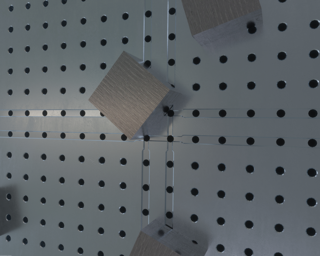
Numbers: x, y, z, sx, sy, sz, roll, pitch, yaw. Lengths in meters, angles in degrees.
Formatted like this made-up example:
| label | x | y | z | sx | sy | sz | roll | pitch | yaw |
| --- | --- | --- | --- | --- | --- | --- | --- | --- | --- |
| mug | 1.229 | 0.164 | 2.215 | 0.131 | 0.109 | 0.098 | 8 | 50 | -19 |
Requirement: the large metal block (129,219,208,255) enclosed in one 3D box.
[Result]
| label | x | y | z | sx | sy | sz | roll | pitch | yaw |
| --- | --- | --- | --- | --- | --- | --- | --- | --- | --- |
| large metal block | 0.003 | 0.179 | 0.398 | 0.080 | 0.050 | 0.080 | 26 | 99 | 18 |

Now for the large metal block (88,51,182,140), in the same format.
| label | x | y | z | sx | sy | sz | roll | pitch | yaw |
| --- | --- | --- | --- | --- | --- | --- | --- | --- | --- |
| large metal block | -0.033 | -0.041 | 0.411 | 0.080 | 0.050 | 0.080 | 42 | 103 | 15 |

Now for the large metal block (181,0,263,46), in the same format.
| label | x | y | z | sx | sy | sz | roll | pitch | yaw |
| --- | --- | --- | --- | --- | --- | --- | --- | --- | --- |
| large metal block | 0.071 | -0.156 | 0.374 | 0.080 | 0.050 | 0.080 | -17 | 84 | 19 |
